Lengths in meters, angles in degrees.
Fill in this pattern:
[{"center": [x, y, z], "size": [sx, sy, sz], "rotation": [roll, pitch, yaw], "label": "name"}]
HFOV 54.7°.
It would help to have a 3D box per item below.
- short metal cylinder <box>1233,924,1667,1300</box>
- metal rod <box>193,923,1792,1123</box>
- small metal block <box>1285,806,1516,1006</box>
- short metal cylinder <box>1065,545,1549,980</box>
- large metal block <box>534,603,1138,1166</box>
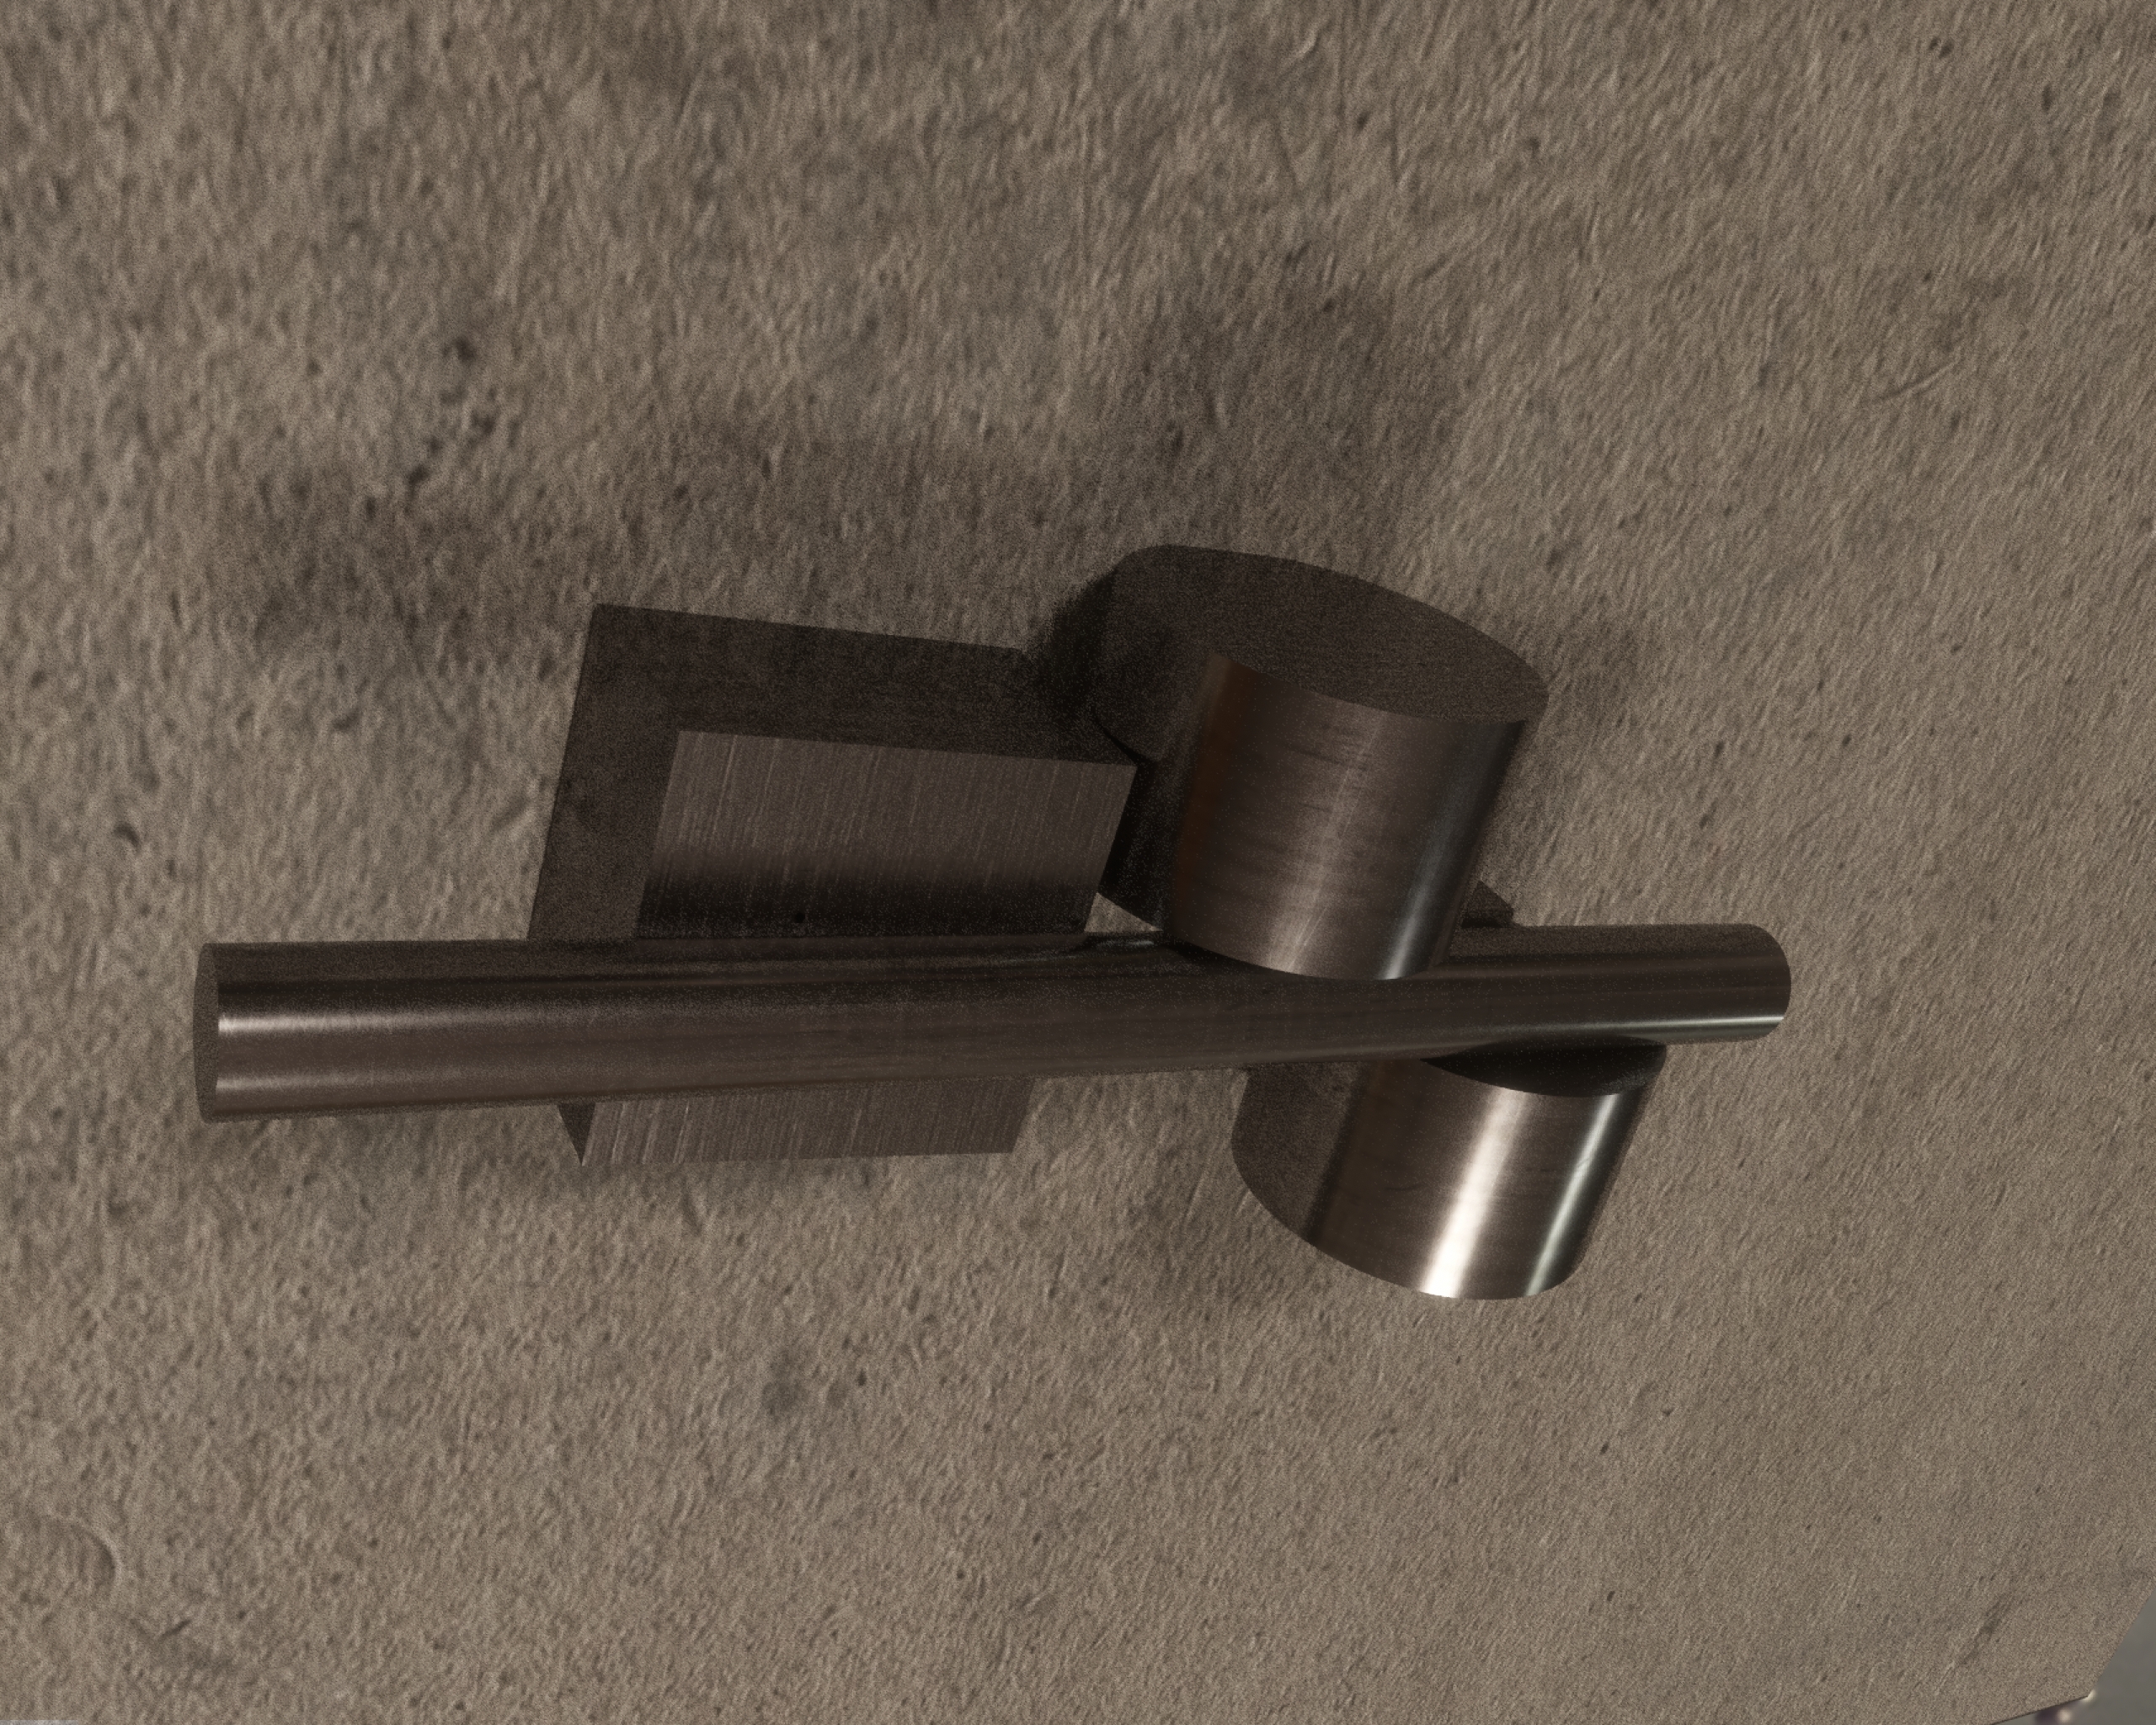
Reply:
[{"center": [0.078, 0.048, 0.447], "size": [0.081, 0.080, 0.050], "rotation": [0, 119, -29], "label": "short metal cylinder"}, {"center": [0.010, 0.024, 0.364], "size": [0.303, 0.025, 0.025], "rotation": [0, 118, -30], "label": "metal rod"}, {"center": [0.051, 0.008, 0.425], "size": [0.050, 0.050, 0.025], "rotation": [1, 118, -29], "label": "small metal block"}, {"center": [0.039, -0.020, 0.384], "size": [0.081, 0.080, 0.050], "rotation": [2, 118, -30], "label": "short metal cylinder"}, {"center": [-0.046, 0.005, 0.367], "size": [0.081, 0.050, 0.079], "rotation": [3, 117, -30], "label": "large metal block"}]
